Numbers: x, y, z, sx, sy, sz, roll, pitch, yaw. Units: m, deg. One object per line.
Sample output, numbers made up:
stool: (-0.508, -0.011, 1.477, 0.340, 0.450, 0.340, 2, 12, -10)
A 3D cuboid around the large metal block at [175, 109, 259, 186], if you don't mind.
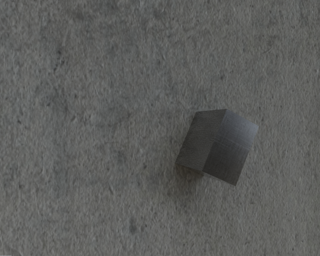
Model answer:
large metal block: (0.072, 0.023, 0.408, 0.050, 0.080, 0.080, 26, 81, -19)
